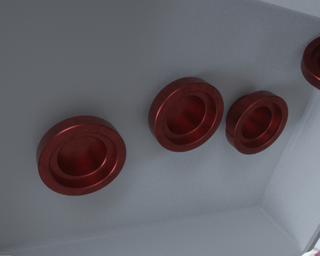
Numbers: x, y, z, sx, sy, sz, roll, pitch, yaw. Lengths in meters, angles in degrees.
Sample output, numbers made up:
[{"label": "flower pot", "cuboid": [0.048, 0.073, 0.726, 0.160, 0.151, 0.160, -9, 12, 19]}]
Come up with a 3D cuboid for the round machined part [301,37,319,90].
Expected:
[{"label": "round machined part", "cuboid": [0.259, -0.088, 0.452, 0.098, 0.098, 0.042, -33, 148, -7]}]

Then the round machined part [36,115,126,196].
[{"label": "round machined part", "cuboid": [-0.093, 0.028, 0.364, 0.099, 0.042, 0.097, -14, 124, -21]}]

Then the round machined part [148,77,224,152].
[{"label": "round machined part", "cuboid": [0.030, -0.021, 0.401, 0.099, 0.042, 0.097, -14, 124, -21]}]

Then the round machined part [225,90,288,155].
[{"label": "round machined part", "cuboid": [0.139, -0.012, 0.466, 0.099, 0.042, 0.097, -14, 124, -21]}]
